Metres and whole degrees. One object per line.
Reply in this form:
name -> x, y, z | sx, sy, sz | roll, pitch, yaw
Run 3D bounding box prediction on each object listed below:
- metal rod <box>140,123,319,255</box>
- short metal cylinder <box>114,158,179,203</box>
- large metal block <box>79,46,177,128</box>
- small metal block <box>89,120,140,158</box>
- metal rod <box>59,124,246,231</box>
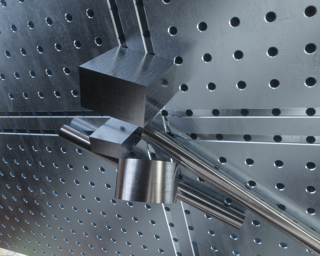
metal rod -> 0.105, 0.086, 0.407 | 0.301, 0.025, 0.025 | 33, 129, 5
short metal cylinder -> -0.017, 0.069, 0.406 | 0.080, 0.080, 0.050 | 0, 79, 28
large metal block -> -0.035, -0.052, 0.361 | 0.080, 0.080, 0.050 | 19, 126, 17
small metal block -> -0.063, 0.015, 0.436 | 0.050, 0.050, 0.025 | 12, 123, 21
metal rod -> -0.019, 0.068, 0.461 | 0.301, 0.025, 0.025 | 26, 127, 11
